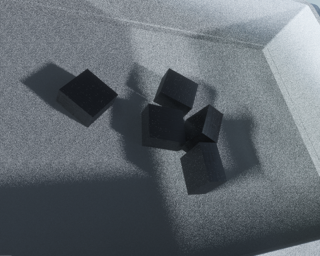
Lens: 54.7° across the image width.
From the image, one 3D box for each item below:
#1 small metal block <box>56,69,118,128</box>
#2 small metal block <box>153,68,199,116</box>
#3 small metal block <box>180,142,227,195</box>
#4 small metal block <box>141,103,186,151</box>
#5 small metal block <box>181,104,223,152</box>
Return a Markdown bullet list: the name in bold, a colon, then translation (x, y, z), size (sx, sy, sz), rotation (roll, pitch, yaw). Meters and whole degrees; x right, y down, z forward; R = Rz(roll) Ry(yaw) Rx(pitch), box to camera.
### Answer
- **small metal block**: translation (-0.089, -0.037, 0.380), size (0.050, 0.025, 0.050), rotation (40, 51, -1)
- **small metal block**: translation (0.024, -0.051, 0.449), size (0.050, 0.025, 0.050), rotation (27, 52, -12)
- **small metal block**: translation (0.053, 0.051, 0.386), size (0.025, 0.050, 0.050), rotation (3, 60, -27)
- **small metal block**: translation (0.004, 0.000, 0.408), size (0.050, 0.025, 0.050), rotation (11, 57, -22)
- **small metal block**: translation (0.054, 0.003, 0.414), size (0.025, 0.050, 0.050), rotation (34, 51, -18)
